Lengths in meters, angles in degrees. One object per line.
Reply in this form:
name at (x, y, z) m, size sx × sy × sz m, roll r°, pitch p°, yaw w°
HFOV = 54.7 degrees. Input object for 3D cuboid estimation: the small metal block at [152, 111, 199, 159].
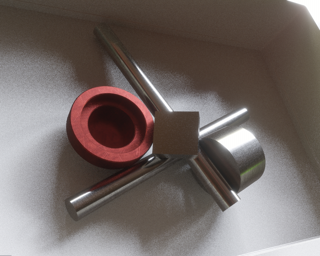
small metal block at (0.020, 0.008, 0.358) m, size 0.050 × 0.025 × 0.050 m, roll 1°, pitch 74°, yaw 10°

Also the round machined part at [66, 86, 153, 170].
round machined part at (-0.059, 0.003, 0.361) m, size 0.099 × 0.042 × 0.098 m, roll 14°, pitch 56°, yaw -21°

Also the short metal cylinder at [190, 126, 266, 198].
short metal cylinder at (0.083, 0.042, 0.389) m, size 0.050 × 0.080 × 0.080 m, roll -22°, pitch 74°, yaw -36°

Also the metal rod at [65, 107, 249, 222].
metal rod at (0.021, 0.030, 0.398) m, size 0.302 × 0.025 × 0.025 m, roll -25°, pitch 76°, yaw -37°

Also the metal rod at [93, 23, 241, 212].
metal rod at (-0.002, -0.027, 0.398) m, size 0.025 × 0.025 × 0.299 m, roll -21°, pitch 66°, yaw -36°
